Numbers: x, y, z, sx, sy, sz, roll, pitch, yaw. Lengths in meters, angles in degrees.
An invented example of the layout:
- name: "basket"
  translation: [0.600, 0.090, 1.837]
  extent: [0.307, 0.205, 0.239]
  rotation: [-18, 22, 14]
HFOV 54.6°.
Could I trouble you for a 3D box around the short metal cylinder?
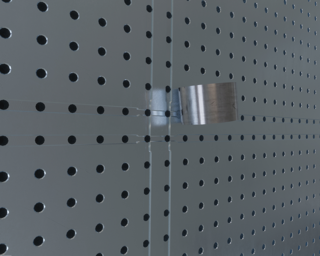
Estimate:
- name: "short metal cylinder"
  translation: [0.067, -0.034, 0.428]
  extent: [0.081, 0.080, 0.050]
  rotation: [-10, 96, -40]
